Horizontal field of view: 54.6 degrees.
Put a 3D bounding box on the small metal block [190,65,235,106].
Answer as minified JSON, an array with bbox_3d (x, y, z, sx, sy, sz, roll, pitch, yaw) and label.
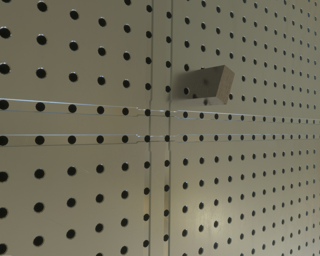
[{"bbox_3d":[0.077,-0.061,0.456,0.025,0.050,0.050,29,72,-37],"label":"small metal block"}]
